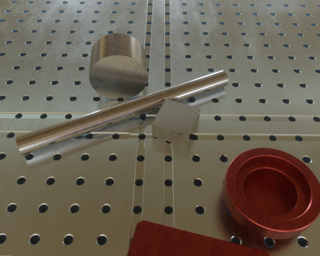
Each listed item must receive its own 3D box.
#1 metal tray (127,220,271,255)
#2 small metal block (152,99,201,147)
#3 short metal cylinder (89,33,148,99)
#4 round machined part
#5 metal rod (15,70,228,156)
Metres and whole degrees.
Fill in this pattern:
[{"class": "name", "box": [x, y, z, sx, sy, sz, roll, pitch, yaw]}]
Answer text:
[{"class": "metal tray", "box": [0.030, 0.146, 0.282, 0.131, 0.030, 0.090, 12, 51, 9]}, {"class": "small metal block", "box": [0.022, -0.007, 0.414, 0.050, 0.025, 0.050, 17, 52, 13]}, {"class": "short metal cylinder", "box": [-0.059, -0.087, 0.444, 0.081, 0.080, 0.050, -4, 50, -4]}, {"class": "round machined part", "box": [0.118, 0.073, 0.337, 0.099, 0.042, 0.098, 0, 50, 0]}, {"class": "metal rod", "box": [-0.039, -0.027, 0.429, 0.302, 0.025, 0.025, -20, 53, -17]}]
